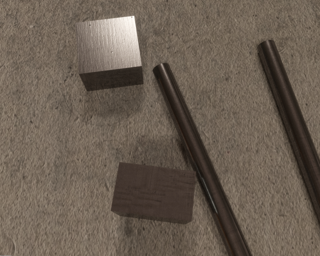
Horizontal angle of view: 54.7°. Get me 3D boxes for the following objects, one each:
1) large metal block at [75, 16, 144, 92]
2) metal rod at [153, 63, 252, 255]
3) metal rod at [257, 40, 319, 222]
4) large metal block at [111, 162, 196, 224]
[{"bbox_3d":[-0.069,-0.103,0.432,0.081,0.050,0.080,-8,70,-3],"label":"large metal block"},{"bbox_3d":[0.053,0.047,0.391,0.025,0.025,0.299,-19,71,-7],"label":"metal rod"},{"bbox_3d":[0.184,0.016,0.404,0.025,0.025,0.299,-11,70,-4],"label":"metal rod"},{"bbox_3d":[-0.006,0.077,0.351,0.080,0.080,0.050,7,70,2],"label":"large metal block"}]
